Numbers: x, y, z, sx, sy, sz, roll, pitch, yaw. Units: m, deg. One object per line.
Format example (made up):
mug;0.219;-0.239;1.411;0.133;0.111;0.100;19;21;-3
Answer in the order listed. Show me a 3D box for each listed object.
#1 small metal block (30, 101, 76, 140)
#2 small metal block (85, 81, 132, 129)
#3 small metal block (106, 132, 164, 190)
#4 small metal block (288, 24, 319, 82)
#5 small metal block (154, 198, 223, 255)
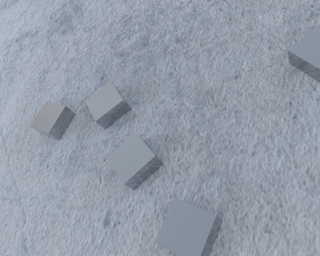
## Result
small metal block;-0.173;-0.013;0.500;0.050;0.025;0.050;15;69;33
small metal block;-0.078;-0.035;0.464;0.050;0.025;0.050;-38;51;2
small metal block;-0.032;0.041;0.394;0.050;0.025;0.050;-42;51;-1
small metal block;0.188;-0.087;0.359;0.050;0.025;0.050;-40;51;1
small metal block;0.030;0.107;0.321;0.050;0.025;0.050;14;69;33
